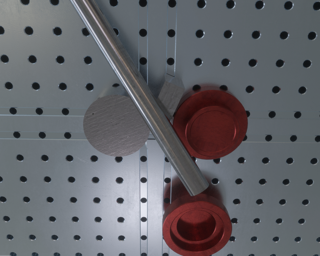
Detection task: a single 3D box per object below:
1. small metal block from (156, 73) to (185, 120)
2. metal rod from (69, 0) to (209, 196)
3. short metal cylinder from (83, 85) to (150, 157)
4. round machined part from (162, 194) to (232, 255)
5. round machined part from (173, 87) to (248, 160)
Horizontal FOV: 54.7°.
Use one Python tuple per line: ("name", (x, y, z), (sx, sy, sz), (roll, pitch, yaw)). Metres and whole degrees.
("small metal block", (0.008, -0.037, 0.387), (0.025, 0.050, 0.050), (22, 109, -8))
("metal rod", (-0.033, -0.056, 0.351), (0.025, 0.025, 0.299), (-31, 92, 11))
("short metal cylinder", (-0.052, -0.010, 0.396), (0.081, 0.050, 0.079), (0, 110, -1))
("round machined part", (0.053, 0.138, 0.456), (0.099, 0.042, 0.097), (0, 110, 0))
("round machined part", (0.066, -0.002, 0.404), (0.099, 0.042, 0.097), (0, 110, 0))
